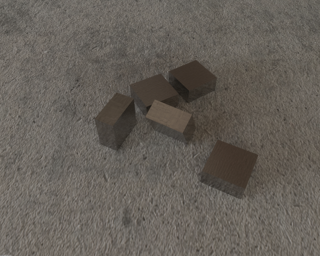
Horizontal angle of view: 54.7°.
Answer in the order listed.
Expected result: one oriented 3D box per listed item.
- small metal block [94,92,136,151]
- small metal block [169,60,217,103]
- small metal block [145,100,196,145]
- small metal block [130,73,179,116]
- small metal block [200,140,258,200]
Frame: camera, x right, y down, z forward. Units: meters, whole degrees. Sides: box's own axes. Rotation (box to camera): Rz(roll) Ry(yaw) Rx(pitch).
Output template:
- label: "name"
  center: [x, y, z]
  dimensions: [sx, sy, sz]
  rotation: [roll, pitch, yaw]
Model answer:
- label: "small metal block"
  center: [-0.055, -0.008, 0.393]
  dimensions: [0.025, 0.050, 0.050]
  rotation: [20, 53, 16]
- label: "small metal block"
  center: [0.048, -0.070, 0.462]
  dimensions: [0.050, 0.025, 0.050]
  rotation: [-26, 55, -21]
- label: "small metal block"
  center: [0.015, -0.006, 0.389]
  dimensions: [0.050, 0.050, 0.025]
  rotation: [23, 78, 18]
- label: "small metal block"
  center: [-0.008, -0.046, 0.442]
  dimensions: [0.050, 0.025, 0.050]
  rotation: [-23, 54, -19]
- label: "small metal block"
  center: [0.081, 0.048, 0.364]
  dimensions: [0.050, 0.025, 0.050]
  rotation: [21, 53, 17]
